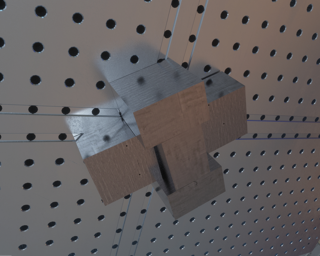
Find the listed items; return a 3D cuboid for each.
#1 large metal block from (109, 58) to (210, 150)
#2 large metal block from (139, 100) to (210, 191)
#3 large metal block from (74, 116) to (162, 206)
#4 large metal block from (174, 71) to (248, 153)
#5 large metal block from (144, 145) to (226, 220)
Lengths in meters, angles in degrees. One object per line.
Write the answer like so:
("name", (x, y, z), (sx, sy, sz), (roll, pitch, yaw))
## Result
("large metal block", (-0.002, -0.031, 0.354), (0.080, 0.080, 0.050), (-25, 127, -13))
("large metal block", (0.016, 0.017, 0.394), (0.050, 0.080, 0.080), (-26, 128, -12))
("large metal block", (-0.051, 0.038, 0.391), (0.080, 0.050, 0.080), (-24, 127, -14))
("large metal block", (0.068, -0.018, 0.419), (0.080, 0.050, 0.080), (-26, 130, -12))
("large metal block", (0.032, 0.066, 0.433), (0.080, 0.080, 0.050), (-26, 128, -13))
